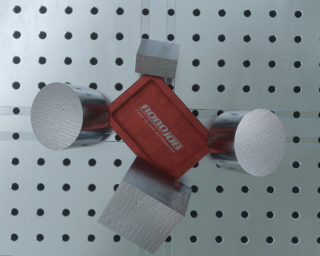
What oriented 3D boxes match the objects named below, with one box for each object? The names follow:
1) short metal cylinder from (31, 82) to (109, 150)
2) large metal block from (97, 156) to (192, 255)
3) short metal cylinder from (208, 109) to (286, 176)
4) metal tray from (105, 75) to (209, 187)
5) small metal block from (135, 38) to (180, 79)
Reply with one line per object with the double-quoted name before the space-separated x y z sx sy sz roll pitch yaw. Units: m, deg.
"short metal cylinder" -0.111 -0.014 0.385 0.080 0.050 0.079 0 91 25
"large metal block" -0.019 0.096 0.383 0.080 0.050 0.079 31 121 -1
"short metal cylinder" 0.108 0.017 0.386 0.081 0.050 0.079 0 91 -27
"metal tray" -0.001 0.001 0.410 0.090 0.030 0.130 -41 90 0
"small metal block" -0.002 -0.090 0.398 0.050 0.050 0.025 9 128 0
